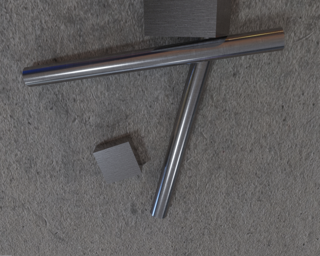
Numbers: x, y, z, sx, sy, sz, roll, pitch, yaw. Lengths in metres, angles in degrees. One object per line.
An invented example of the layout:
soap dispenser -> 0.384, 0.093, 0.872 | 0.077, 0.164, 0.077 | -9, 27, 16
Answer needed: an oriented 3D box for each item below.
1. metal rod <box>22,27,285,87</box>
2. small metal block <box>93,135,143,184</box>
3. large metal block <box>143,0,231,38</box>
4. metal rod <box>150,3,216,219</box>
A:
metal rod -> -0.015, -0.080, 0.361 | 0.301, 0.025, 0.025 | -7, 110, 9
small metal block -> -0.056, 0.043, 0.425 | 0.050, 0.025, 0.050 | -18, 109, 6
large metal block -> 0.030, -0.140, 0.329 | 0.080, 0.050, 0.079 | 9, 113, 25
metal rod -> 0.033, -0.011, 0.406 | 0.025, 0.025, 0.298 | 13, 110, -5
